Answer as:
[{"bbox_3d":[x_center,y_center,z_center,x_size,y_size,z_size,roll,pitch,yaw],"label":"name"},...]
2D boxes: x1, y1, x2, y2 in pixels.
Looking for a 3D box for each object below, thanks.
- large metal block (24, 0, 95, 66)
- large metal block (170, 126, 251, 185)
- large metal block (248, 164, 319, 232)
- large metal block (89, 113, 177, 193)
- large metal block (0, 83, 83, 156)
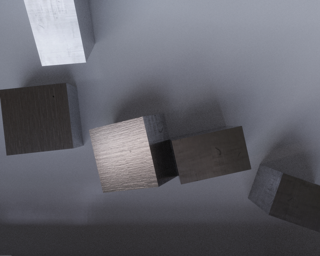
[{"bbox_3d":[-0.114,-0.127,0.368,0.050,0.080,0.079,-5,121,0],"label":"large metal block"},{"bbox_3d":[0.057,0.030,0.385,0.080,0.080,0.050,-12,90,-1],"label":"large metal block"},{"bbox_3d":[0.167,0.086,0.386,0.080,0.080,0.050,19,90,-1],"label":"large metal block"},{"bbox_3d":[-0.032,0.031,0.382,0.080,0.050,0.080,-12,90,29],"label":"large metal block"},{"bbox_3d":[-0.149,-0.011,0.397,0.081,0.050,0.079,-6,90,-1],"label":"large metal block"}]
